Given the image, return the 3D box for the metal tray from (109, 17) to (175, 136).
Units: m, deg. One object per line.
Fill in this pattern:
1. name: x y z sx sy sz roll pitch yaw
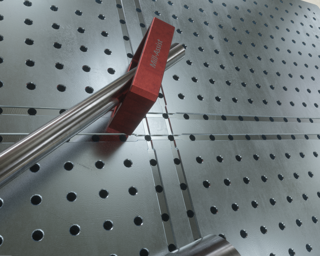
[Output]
1. metal tray: -0.023 -0.066 0.393 0.030 0.090 0.130 23 53 -14

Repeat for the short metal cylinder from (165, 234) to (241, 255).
1. short metal cylinder: 0.044 0.153 0.303 0.050 0.080 0.080 -11 68 -33

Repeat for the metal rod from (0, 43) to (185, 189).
1. metal rod: -0.058 -0.032 0.338 0.025 0.025 0.302 45 48 3
